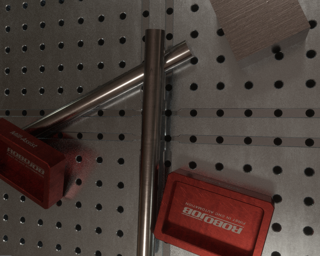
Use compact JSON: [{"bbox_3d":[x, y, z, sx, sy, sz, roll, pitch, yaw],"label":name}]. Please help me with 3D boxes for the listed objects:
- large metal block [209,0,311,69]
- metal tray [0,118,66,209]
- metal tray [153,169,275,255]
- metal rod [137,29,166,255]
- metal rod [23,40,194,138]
[{"bbox_3d":[0.114,-0.126,0.359,0.080,0.050,0.080,-24,82,18],"label":"large metal block"},{"bbox_3d":[-0.203,0.052,0.460,0.130,0.030,0.089,27,124,17],"label":"metal tray"},{"bbox_3d":[0.065,0.113,0.386,0.130,0.030,0.089,15,95,19],"label":"metal tray"},{"bbox_3d":[-0.012,0.028,0.400,0.025,0.025,0.298,5,98,19],"label":"metal rod"},{"bbox_3d":[-0.092,-0.043,0.443,0.300,0.025,0.025,-25,82,18],"label":"metal rod"}]
